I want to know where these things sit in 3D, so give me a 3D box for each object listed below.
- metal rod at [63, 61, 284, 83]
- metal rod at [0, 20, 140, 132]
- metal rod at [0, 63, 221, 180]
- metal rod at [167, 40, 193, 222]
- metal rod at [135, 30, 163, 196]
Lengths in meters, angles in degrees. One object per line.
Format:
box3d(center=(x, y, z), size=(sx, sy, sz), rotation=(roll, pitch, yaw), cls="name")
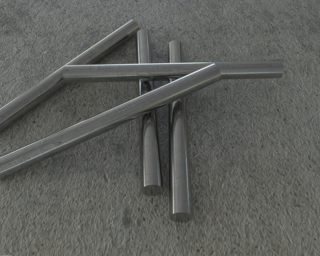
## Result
box3d(center=(0.020, -0.079, 0.435), size=(0.302, 0.025, 0.025), rotation=(-2, 50, -2), cls="metal rod")
box3d(center=(-0.135, -0.090, 0.477), size=(0.025, 0.025, 0.301), rotation=(29, 56, 22), cls="metal rod")
box3d(center=(-0.060, -0.012, 0.386), size=(0.302, 0.025, 0.025), rotation=(-25, 54, -10), cls="metal rod")
box3d(center=(0.024, -0.021, 0.420), size=(0.025, 0.025, 0.300), rotation=(0, 50, 0), cls="metal rod")
box3d(center=(-0.019, -0.045, 0.440), size=(0.025, 0.025, 0.300), rotation=(-3, 50, -3), cls="metal rod")
